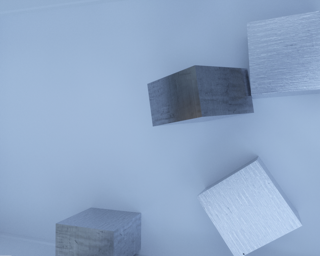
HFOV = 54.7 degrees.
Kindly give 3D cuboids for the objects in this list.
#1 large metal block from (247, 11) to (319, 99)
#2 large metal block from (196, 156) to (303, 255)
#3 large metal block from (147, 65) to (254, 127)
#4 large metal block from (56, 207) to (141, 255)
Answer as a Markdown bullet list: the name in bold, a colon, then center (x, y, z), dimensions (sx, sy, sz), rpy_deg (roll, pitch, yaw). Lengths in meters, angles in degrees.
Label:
- **large metal block**: center (0.143, -0.078, 0.347), dimensions (0.080, 0.050, 0.079), rpy_deg (-3, 89, 19)
- **large metal block**: center (0.103, 0.090, 0.361), dimensions (0.080, 0.050, 0.080), rpy_deg (-35, 79, 16)
- **large metal block**: center (0.044, -0.034, 0.349), dimensions (0.080, 0.081, 0.050), rpy_deg (-11, 86, 52)
- **large metal block**: center (-0.078, 0.143, 0.407), dimensions (0.080, 0.080, 0.050), rpy_deg (1, 90, 19)
